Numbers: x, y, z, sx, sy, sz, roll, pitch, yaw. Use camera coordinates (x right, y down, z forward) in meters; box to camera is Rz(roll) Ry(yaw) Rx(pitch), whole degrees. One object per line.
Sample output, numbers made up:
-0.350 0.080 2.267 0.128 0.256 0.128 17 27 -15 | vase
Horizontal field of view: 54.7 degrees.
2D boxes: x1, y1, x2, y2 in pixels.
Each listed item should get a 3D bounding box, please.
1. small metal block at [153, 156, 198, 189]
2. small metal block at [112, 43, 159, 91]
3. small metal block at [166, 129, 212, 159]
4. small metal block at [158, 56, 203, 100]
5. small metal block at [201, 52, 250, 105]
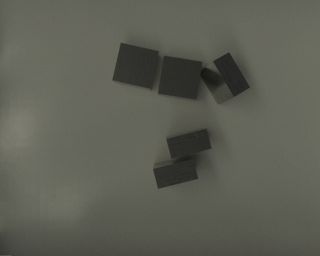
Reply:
0.019 0.055 0.399 0.050 0.050 0.025 -14 90 0 | small metal block
-0.031 -0.080 0.411 0.050 0.025 0.050 13 90 -1 | small metal block
0.035 0.019 0.399 0.050 0.050 0.025 -14 90 0 | small metal block
0.026 -0.065 0.412 0.050 0.025 0.050 9 90 0 | small metal block
0.081 -0.062 0.398 0.025 0.050 0.050 -31 91 -14 | small metal block
